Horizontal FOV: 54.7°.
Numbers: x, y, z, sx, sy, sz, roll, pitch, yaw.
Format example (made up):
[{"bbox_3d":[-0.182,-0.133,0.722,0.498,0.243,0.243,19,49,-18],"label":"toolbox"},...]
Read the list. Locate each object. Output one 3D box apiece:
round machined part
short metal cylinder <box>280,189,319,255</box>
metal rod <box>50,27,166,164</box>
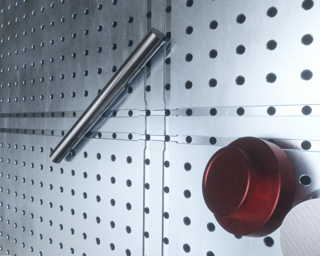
[{"bbox_3d":[0.078,0.055,0.307,0.098,0.042,0.098,-40,42,48],"label":"round machined part"},{"bbox_3d":[0.152,0.095,0.265,0.080,0.050,0.079,1,92,37],"label":"short metal cylinder"},{"bbox_3d":[-0.095,-0.035,0.484,0.299,0.025,0.025,-44,64,31],"label":"metal rod"}]
